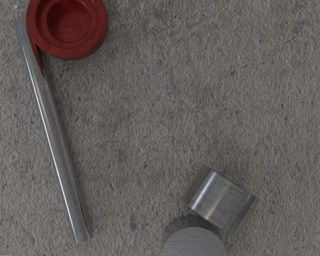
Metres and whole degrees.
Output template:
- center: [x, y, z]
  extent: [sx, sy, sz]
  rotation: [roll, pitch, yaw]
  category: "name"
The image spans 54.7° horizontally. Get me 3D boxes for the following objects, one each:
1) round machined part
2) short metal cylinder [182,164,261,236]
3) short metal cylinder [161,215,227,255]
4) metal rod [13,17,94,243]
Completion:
- center: [-0.115, -0.136, 0.400]
  extent: [0.099, 0.042, 0.097]
  rotation: [0, 90, 0]
  category: "round machined part"
- center: [0.075, 0.087, 0.383]
  extent: [0.080, 0.080, 0.050]
  rotation: [32, 90, 0]
  category: "short metal cylinder"
- center: [0.041, 0.159, 0.398]
  extent: [0.081, 0.050, 0.079]
  rotation: [0, 90, 0]
  category: "short metal cylinder"
- center: [-0.140, 0.003, 0.408]
  extent: [0.025, 0.025, 0.298]
  rotation: [-16, 90, 0]
  category: "metal rod"
